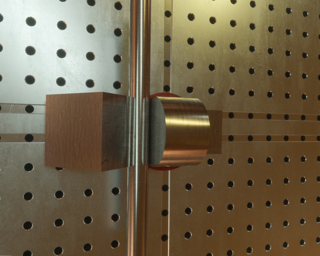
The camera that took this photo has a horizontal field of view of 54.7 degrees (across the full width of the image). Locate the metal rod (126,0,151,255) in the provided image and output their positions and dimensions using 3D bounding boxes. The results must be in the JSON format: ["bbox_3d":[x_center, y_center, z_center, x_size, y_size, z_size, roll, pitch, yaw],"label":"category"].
[{"bbox_3d":[-0.025,-0.003,0.360,0.025,0.025,0.298,1,90,-20],"label":"metal rod"}]

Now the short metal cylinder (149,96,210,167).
[{"bbox_3d":[0.016,0.004,0.358,0.050,0.080,0.079,1,90,-20],"label":"short metal cylinder"}]

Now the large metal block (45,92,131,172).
[{"bbox_3d":[-0.081,0.003,0.348,0.050,0.080,0.079,1,90,-62],"label":"large metal block"}]

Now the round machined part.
[{"bbox_3d":[0.000,0.004,0.403,0.099,0.042,0.097,0,90,-21],"label":"round machined part"}]

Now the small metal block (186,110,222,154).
[{"bbox_3d":[0.051,0.004,0.374,0.025,0.050,0.050,1,90,-20],"label":"small metal block"}]
